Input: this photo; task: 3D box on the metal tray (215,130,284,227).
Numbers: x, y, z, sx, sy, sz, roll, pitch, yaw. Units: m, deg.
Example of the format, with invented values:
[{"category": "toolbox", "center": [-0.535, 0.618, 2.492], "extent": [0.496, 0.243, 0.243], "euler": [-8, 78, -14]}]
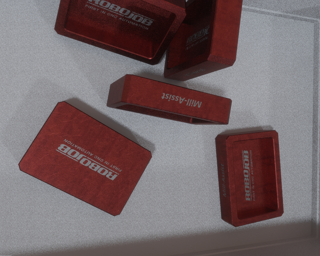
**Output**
[{"category": "metal tray", "center": [0.133, 0.071, 0.458], "extent": [0.091, 0.030, 0.129], "euler": [-6, 92, -20]}]

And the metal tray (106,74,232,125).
[{"category": "metal tray", "center": [0.009, -0.030, 0.380], "extent": [0.131, 0.090, 0.030], "euler": [11, 87, -20]}]

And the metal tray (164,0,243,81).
[{"category": "metal tray", "center": [0.046, -0.111, 0.373], "extent": [0.030, 0.130, 0.089], "euler": [8, 88, -20]}]

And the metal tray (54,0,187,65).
[{"category": "metal tray", "center": [-0.046, -0.131, 0.358], "extent": [0.131, 0.089, 0.030], "euler": [15, 51, -20]}]

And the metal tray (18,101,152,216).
[{"category": "metal tray", "center": [-0.087, 0.038, 0.376], "extent": [0.130, 0.030, 0.090], "euler": [32, 79, -18]}]
